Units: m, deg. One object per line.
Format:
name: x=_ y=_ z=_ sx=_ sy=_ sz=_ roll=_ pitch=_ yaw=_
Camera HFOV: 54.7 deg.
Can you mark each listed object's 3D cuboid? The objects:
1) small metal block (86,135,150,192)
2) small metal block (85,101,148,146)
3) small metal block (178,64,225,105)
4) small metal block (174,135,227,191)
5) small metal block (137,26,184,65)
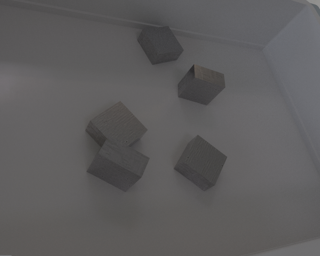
small metal block: x=-0.047 y=0.041 z=0.340 sx=0.050 sy=0.050 sz=0.025 roll=30 pitch=52 yaw=-9
small metal block: x=-0.052 y=0.003 z=0.376 sx=0.050 sy=0.025 sz=0.050 roll=47 pitch=51 yaw=4
small metal block: x=0.061 y=-0.063 z=0.460 sx=0.050 sy=0.050 sz=0.025 roll=14 pitch=56 yaw=-21
small metal block: x=0.054 y=0.046 z=0.407 sx=0.050 sy=0.025 sz=0.050 roll=37 pitch=51 yaw=-4
small metal block: x=0.001 y=-0.130 z=0.485 sx=0.050 sy=0.025 sz=0.050 roll=-19 pitch=72 yaw=-35
